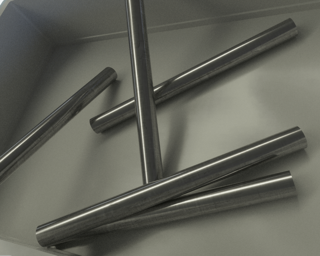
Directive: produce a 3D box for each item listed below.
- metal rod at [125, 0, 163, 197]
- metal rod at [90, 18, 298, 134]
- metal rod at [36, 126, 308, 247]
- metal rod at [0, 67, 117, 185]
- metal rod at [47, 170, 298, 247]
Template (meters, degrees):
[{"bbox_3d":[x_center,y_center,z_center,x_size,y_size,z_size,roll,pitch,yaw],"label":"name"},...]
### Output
[{"bbox_3d":[-0.022,-0.066,0.388,0.025,0.025,0.298,-11,79,22],"label":"metal rod"},{"bbox_3d":[0.037,-0.066,0.425,0.301,0.025,0.025,-25,53,12],"label":"metal rod"},{"bbox_3d":[0.008,0.065,0.335,0.301,0.025,0.025,-22,53,4],"label":"metal rod"},{"bbox_3d":[-0.149,0.003,0.404,0.025,0.025,0.301,7,41,31],"label":"metal rod"},{"bbox_3d":[-0.006,0.096,0.348,0.301,0.025,0.025,-17,55,17],"label":"metal rod"}]
